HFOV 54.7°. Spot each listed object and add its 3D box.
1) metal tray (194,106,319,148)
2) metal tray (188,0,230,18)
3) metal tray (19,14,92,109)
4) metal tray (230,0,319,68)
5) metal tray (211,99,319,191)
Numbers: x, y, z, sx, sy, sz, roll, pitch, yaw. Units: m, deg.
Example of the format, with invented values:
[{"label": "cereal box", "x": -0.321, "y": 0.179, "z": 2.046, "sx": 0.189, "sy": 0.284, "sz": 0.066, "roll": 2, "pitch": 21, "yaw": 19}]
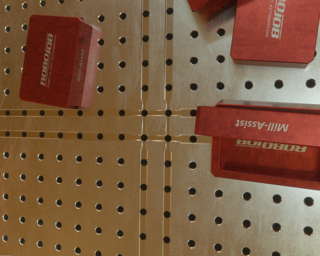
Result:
[{"label": "metal tray", "x": 0.112, "y": 0.000, "z": 0.337, "sx": 0.130, "sy": 0.090, "sz": 0.030, "roll": 6, "pitch": 89, "yaw": 19}, {"label": "metal tray", "x": 0.058, "y": -0.211, "z": 0.367, "sx": 0.090, "sy": 0.030, "sz": 0.130, "roll": -30, "pitch": 71, "yaw": 31}, {"label": "metal tray", "x": -0.157, "y": -0.099, "z": 0.464, "sx": 0.090, "sy": 0.030, "sz": 0.129, "roll": 10, "pitch": 93, "yaw": 19}, {"label": "metal tray", "x": 0.137, "y": -0.139, "z": 0.362, "sx": 0.090, "sy": 0.030, "sz": 0.129, "roll": 8, "pitch": 93, "yaw": 19}, {"label": "metal tray", "x": 0.127, "y": 0.017, "z": 0.353, "sx": 0.130, "sy": 0.030, "sz": 0.089, "roll": 5, "pitch": 106, "yaw": 18}]
